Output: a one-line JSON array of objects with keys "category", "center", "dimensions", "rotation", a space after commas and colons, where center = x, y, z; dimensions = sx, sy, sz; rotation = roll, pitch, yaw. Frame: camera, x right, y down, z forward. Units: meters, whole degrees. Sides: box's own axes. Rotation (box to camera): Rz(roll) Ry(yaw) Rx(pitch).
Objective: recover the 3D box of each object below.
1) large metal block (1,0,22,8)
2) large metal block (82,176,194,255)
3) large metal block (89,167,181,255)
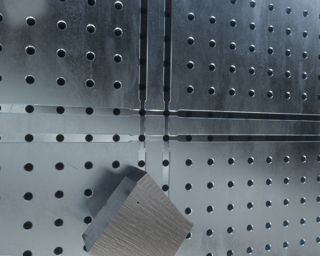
[{"category": "large metal block", "center": [-0.166, -0.186, 0.322], "dimensions": [0.050, 0.080, 0.080], "rotation": [-35, 102, -17]}, {"category": "large metal block", "center": [-0.025, 0.112, 0.338], "dimensions": [0.080, 0.050, 0.080], "rotation": [39, 77, -16]}, {"category": "large metal block", "center": [-0.029, 0.109, 0.390], "dimensions": [0.080, 0.050, 0.080], "rotation": [-41, 103, -16]}]
